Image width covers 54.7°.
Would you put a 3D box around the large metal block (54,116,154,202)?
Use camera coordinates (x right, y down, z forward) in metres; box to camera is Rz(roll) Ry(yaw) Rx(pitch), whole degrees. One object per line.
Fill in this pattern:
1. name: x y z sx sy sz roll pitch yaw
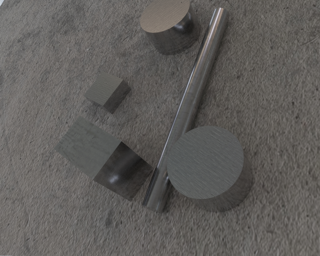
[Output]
1. large metal block: -0.067 0.038 0.381 0.080 0.080 0.050 27 77 37

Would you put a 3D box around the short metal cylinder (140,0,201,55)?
1. short metal cylinder: 0.017 -0.160 0.477 0.080 0.050 0.080 -13 56 21

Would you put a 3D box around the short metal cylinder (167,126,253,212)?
1. short metal cylinder: 0.054 0.044 0.332 0.080 0.050 0.080 -13 56 21

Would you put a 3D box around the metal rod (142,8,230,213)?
1. metal rod: 0.041 -0.038 0.405 0.025 0.025 0.300 7 65 31

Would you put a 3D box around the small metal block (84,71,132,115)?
1. small metal block: -0.082 -0.055 0.481 0.050 0.025 0.050 27 76 37
